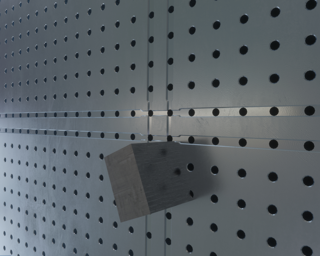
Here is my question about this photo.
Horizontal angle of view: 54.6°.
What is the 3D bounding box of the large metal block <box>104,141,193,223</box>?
[{"bbox_3d":[-0.013,0.064,0.386,0.050,0.081,0.080,-28,73,37],"label":"large metal block"}]
